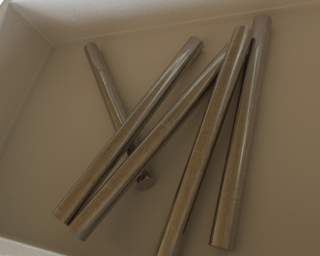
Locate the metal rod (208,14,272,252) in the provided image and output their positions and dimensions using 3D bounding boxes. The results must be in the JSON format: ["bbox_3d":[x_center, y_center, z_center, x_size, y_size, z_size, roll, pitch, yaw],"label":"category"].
[{"bbox_3d":[0.099,-0.014,0.361,0.025,0.025,0.300,3,63,29],"label":"metal rod"}]

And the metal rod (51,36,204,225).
[{"bbox_3d":[-0.028,-0.011,0.398,0.025,0.025,0.300,20,63,35],"label":"metal rod"}]

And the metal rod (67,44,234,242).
[{"bbox_3d":[0.004,0.005,0.375,0.025,0.025,0.301,28,69,37],"label":"metal rod"}]

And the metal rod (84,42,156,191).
[{"bbox_3d":[-0.071,-0.037,0.463,0.025,0.025,0.300,-32,52,7],"label":"metal rod"}]

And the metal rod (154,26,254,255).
[{"bbox_3d":[0.054,0.011,0.356,0.025,0.025,0.299,11,71,32],"label":"metal rod"}]
